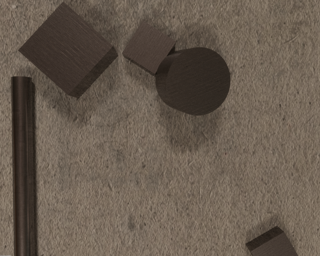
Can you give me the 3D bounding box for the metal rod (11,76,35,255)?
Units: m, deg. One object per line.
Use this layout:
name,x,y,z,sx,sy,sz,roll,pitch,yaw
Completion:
metal rod,-0.180,0.083,0.407,0.025,0.025,0.298,-1,90,-1

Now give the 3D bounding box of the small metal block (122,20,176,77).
small metal block,-0.014,-0.104,0.410,0.050,0.025,0.050,33,90,-1

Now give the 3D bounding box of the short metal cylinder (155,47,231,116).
short metal cylinder,0.040,-0.058,0.387,0.081,0.050,0.079,-3,101,-16

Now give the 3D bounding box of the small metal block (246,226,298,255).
small metal block,0.151,0.168,0.412,0.050,0.025,0.050,-30,90,-1

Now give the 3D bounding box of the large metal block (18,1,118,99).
large metal block,-0.113,-0.096,0.396,0.080,0.050,0.080,42,90,-1
